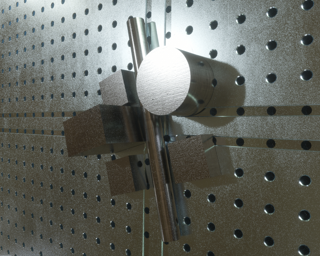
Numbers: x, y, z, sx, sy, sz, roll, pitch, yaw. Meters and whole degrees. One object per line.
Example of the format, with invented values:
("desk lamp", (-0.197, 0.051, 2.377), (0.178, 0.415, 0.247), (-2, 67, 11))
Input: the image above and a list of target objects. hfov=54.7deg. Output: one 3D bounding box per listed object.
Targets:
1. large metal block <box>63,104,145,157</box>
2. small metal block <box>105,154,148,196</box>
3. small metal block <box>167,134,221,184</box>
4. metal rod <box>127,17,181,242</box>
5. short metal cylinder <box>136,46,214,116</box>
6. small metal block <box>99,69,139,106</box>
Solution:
("large metal block", (-0.074, 0.005, 0.430), (0.080, 0.081, 0.050), (-19, 78, 38))
("small metal block", (-0.049, 0.068, 0.447), (0.050, 0.025, 0.050), (-20, 78, 38))
("small metal block", (0.041, 0.037, 0.374), (0.050, 0.025, 0.050), (-19, 78, 38))
("metal rod", (-0.010, -0.004, 0.415), (0.025, 0.025, 0.298), (-16, 80, 38))
("short metal cylinder", (0.018, -0.055, 0.376), (0.080, 0.050, 0.079), (0, 90, 39))
("small metal block", (-0.060, -0.052, 0.456), (0.050, 0.025, 0.050), (-22, 76, 37))
